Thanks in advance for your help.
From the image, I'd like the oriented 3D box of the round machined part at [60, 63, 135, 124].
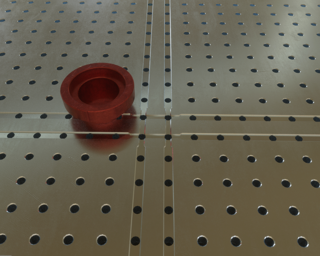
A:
[{"bbox_3d":[-0.084,-0.044,0.433,0.099,0.042,0.098,0,50,0],"label":"round machined part"}]
